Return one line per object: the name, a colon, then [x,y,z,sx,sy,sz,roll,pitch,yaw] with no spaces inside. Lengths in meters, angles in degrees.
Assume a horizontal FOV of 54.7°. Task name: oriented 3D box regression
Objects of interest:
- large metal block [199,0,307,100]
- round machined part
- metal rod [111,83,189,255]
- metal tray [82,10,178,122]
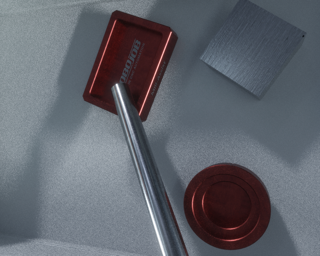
large metal block: [0.106,-0.089,0.360,0.080,0.050,0.080,37,102,16]
round machined part: [0.081,0.090,0.372,0.098,0.042,0.097,0,90,19]
metal rod: [-0.006,0.071,0.335,0.025,0.025,0.299,-31,60,17]
metal tray: [-0.042,-0.082,0.421,0.090,0.030,0.129,24,98,18]
